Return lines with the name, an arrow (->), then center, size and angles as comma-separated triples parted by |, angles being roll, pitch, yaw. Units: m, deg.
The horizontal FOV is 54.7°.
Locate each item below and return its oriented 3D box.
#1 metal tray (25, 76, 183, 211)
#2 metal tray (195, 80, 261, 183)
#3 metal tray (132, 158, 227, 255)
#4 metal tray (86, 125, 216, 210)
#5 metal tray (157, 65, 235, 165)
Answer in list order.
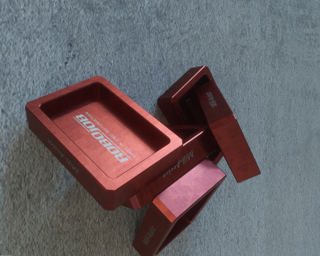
metal tray -> -0.055, 0.006, 0.300 | 0.091, 0.130, 0.030 | -31, 148, -36
metal tray -> 0.085, -0.001, 0.407 | 0.090, 0.030, 0.130 | 59, 12, -24
metal tray -> 0.020, 0.100, 0.368 | 0.091, 0.030, 0.129 | -31, 154, -35
metal tray -> -0.009, 0.037, 0.358 | 0.131, 0.090, 0.030 | -31, 110, -36
metal tray -> 0.061, -0.014, 0.456 | 0.090, 0.030, 0.130 | -46, 118, -30
